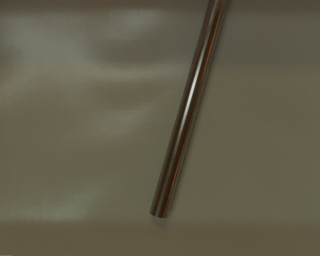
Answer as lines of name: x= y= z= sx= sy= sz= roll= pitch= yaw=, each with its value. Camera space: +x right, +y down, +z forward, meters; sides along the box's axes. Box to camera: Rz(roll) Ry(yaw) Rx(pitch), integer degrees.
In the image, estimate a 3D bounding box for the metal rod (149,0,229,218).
metal rod: x=0.038 y=-0.029 z=0.411 sx=0.025 sy=0.025 sz=0.299 roll=16 pitch=90 yaw=0
